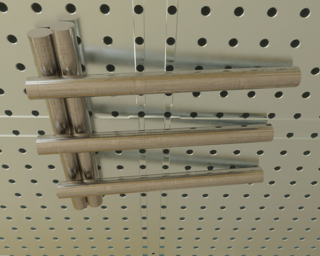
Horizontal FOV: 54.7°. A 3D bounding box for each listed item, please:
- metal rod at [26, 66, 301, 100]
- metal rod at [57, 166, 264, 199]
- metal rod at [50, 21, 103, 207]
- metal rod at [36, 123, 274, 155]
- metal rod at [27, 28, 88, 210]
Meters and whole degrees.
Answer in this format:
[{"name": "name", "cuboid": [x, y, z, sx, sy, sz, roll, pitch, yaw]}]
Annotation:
[{"name": "metal rod", "cuboid": [0.009, -0.052, 0.349, 0.302, 0.025, 0.025, -3, 130, -6]}, {"name": "metal rod", "cuboid": [0.005, 0.080, 0.461, 0.302, 0.025, 0.025, -3, 131, -6]}, {"name": "metal rod", "cuboid": [-0.104, 0.008, 0.416, 0.025, 0.025, 0.298, 1, 130, -1]}, {"name": "metal rod", "cuboid": [-0.001, 0.014, 0.403, 0.302, 0.025, 0.025, -3, 131, -6]}, {"name": "metal rod", "cuboid": [-0.129, 0.013, 0.420, 0.025, 0.025, 0.298, 1, 130, -1]}]
